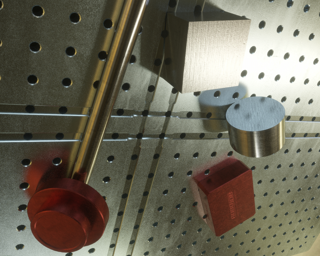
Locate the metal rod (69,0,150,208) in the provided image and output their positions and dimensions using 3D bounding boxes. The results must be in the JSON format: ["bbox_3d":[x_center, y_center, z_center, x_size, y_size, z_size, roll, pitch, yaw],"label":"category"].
[{"bbox_3d":[-0.065,-0.029,0.358,0.025,0.025,0.298,8,114,-33],"label":"metal rod"}]

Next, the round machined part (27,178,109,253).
[{"bbox_3d":[-0.116,0.113,0.378,0.099,0.042,0.097,3,118,7],"label":"round machined part"}]

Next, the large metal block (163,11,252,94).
[{"bbox_3d":[0.053,-0.092,0.369,0.081,0.050,0.079,-11,123,-23],"label":"large metal block"}]

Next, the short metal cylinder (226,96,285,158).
[{"bbox_3d":[0.140,-0.003,0.453,0.080,0.080,0.050,-27,128,-12],"label":"short metal cylinder"}]

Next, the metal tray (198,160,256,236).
[{"bbox_3d":[0.124,0.130,0.559,0.091,0.030,0.129,-27,128,-12],"label":"metal tray"}]
